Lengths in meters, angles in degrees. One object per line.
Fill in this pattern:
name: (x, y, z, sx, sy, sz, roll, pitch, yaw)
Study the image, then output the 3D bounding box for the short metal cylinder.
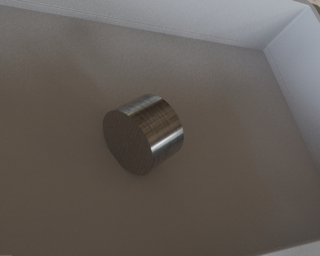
short metal cylinder: (-0.020, 0.007, 0.355, 0.050, 0.080, 0.080, -32, 80, -38)
